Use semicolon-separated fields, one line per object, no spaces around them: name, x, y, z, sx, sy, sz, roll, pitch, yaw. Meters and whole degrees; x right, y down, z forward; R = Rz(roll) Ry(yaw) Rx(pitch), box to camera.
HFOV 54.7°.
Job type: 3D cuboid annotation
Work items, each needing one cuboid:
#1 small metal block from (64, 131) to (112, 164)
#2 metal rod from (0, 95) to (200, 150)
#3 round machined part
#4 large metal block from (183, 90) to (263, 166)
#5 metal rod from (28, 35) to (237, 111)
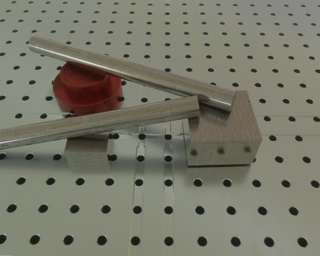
small metal block;-0.089;0.018;0.392;0.050;0.025;0.050;0;50;-1
metal rod;-0.104;-0.001;0.372;0.302;0.025;0.025;-9;50;5
round machined part;-0.107;-0.068;0.452;0.099;0.042;0.098;0;50;0
large metal block;0.073;-0.001;0.389;0.081;0.050;0.080;-1;50;-2
metal rod;-0.049;-0.078;0.410;0.301;0.025;0.025;19;52;18
